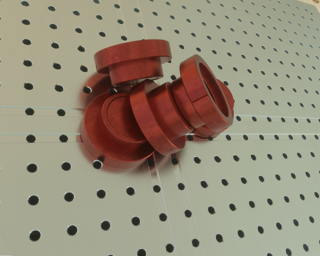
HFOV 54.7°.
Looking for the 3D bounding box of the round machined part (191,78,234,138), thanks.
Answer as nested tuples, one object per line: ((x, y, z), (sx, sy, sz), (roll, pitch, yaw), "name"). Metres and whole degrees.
((0.070, -0.038, 0.460), (0.099, 0.042, 0.098), (14, 56, -21), "round machined part")

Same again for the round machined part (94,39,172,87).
((-0.032, -0.080, 0.401), (0.099, 0.098, 0.042), (-13, 95, -34), "round machined part")

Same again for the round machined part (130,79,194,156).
((0.008, -0.018, 0.384), (0.098, 0.042, 0.098), (53, 21, -30), "round machined part")

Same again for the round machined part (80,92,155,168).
((-0.043, -0.004, 0.378), (0.099, 0.042, 0.098), (14, 56, -21), "round machined part")

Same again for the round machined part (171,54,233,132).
((0.050, -0.039, 0.388), (0.098, 0.042, 0.098), (47, 27, -34), "round machined part")
